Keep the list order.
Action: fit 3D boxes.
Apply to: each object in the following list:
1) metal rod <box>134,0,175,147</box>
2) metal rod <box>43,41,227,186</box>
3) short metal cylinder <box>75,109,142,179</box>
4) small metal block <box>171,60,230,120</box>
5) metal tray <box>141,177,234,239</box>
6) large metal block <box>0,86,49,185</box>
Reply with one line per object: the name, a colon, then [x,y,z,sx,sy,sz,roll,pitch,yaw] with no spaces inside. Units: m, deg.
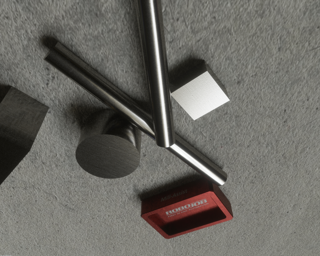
metal rod: [-0.009,-0.103,0.304,0.025,0.025,0.298,-5,126,4]
metal rod: [-0.012,-0.003,0.404,0.025,0.025,0.301,-37,122,27]
short metal cylinder: [-0.065,0.022,0.408,0.081,0.050,0.079,0,130,0]
small metal block: [0.047,-0.044,0.371,0.050,0.025,0.050,-31,124,23]
metal tray: [0.045,0.137,0.521,0.130,0.030,0.090,-24,127,18]
large metal block: [-0.188,0.010,0.377,0.050,0.080,0.080,34,122,-26]
